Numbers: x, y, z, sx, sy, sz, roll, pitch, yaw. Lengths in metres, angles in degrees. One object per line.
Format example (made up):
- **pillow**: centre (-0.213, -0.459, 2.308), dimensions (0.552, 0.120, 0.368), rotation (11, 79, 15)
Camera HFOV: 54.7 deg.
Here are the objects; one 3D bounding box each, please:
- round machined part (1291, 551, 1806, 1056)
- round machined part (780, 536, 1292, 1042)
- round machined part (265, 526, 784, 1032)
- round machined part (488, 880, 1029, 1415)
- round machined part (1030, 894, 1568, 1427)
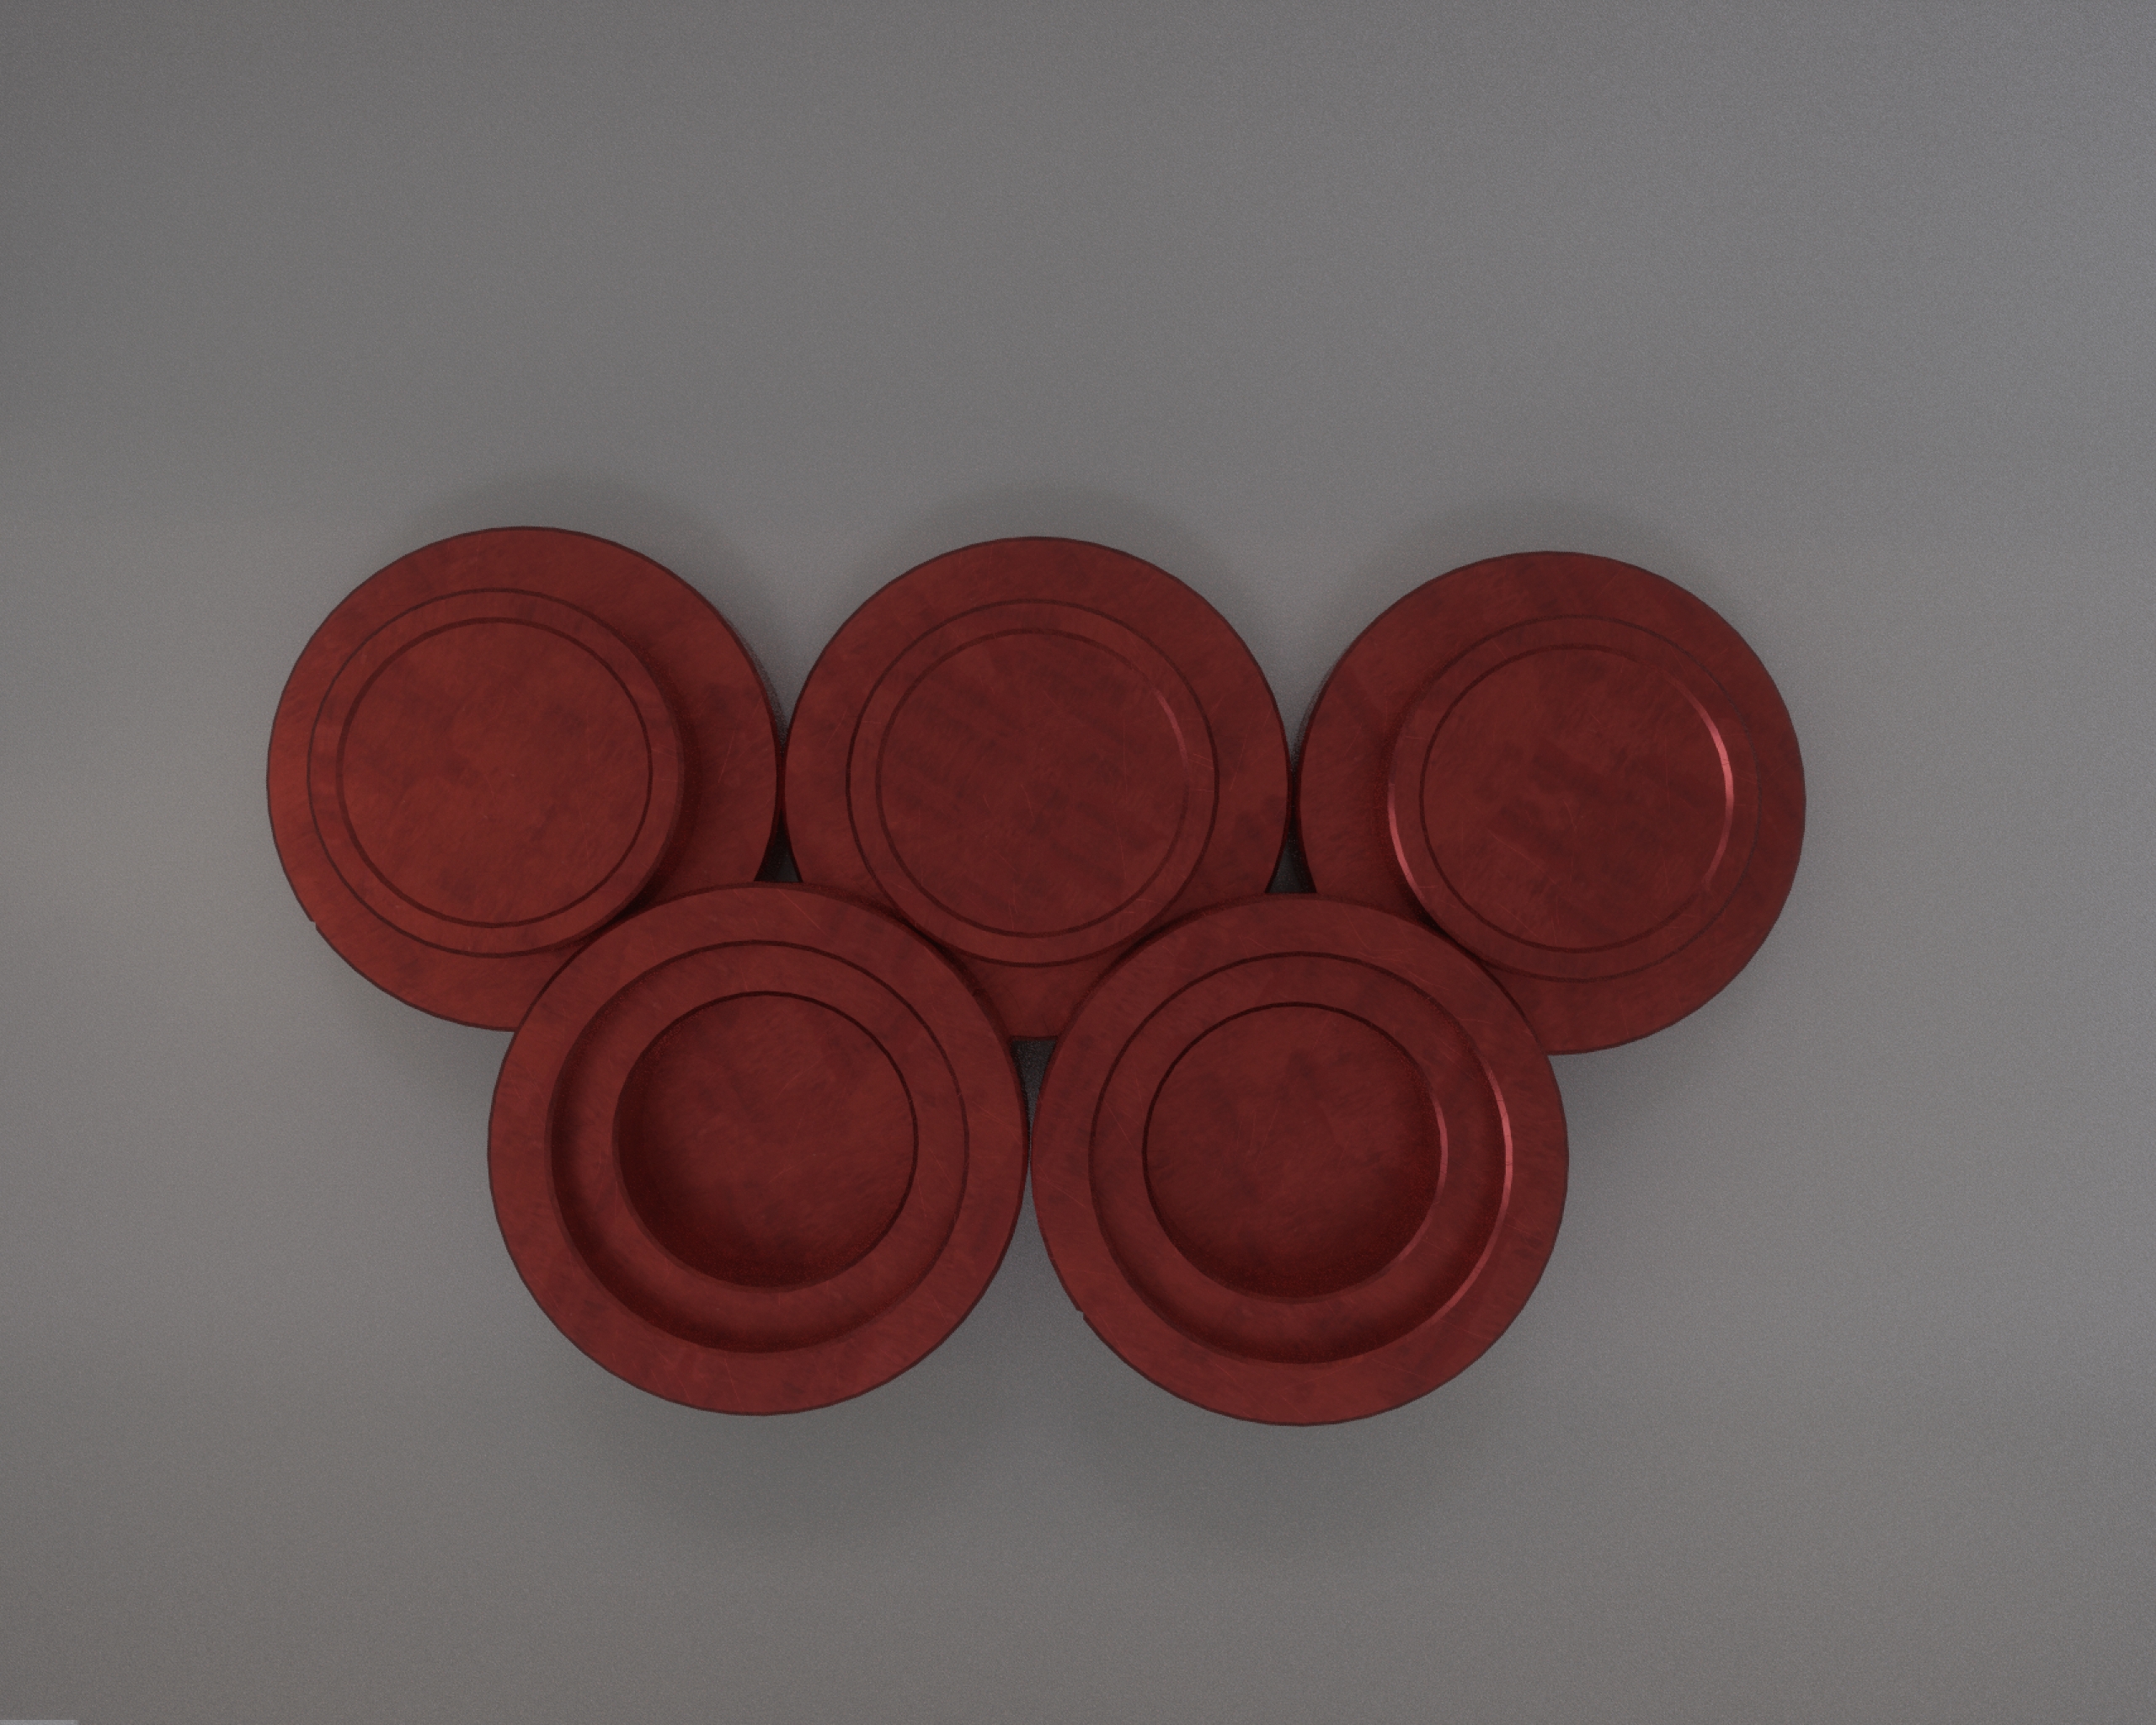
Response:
- **round machined part**: centre (0.091, -0.011, 0.401), dimensions (0.099, 0.042, 0.097), rotation (0, 89, 0)
- **round machined part**: centre (-0.008, -0.014, 0.400), dimensions (0.099, 0.042, 0.097), rotation (0, 89, 0)
- **round machined part**: centre (-0.106, -0.016, 0.399), dimensions (0.099, 0.042, 0.097), rotation (0, 89, -1)
- **round machined part**: centre (-0.058, 0.052, 0.401), dimensions (0.099, 0.042, 0.097), rotation (0, 90, 0)
- **round machined part**: centre (0.040, 0.054, 0.401), dimensions (0.099, 0.042, 0.097), rotation (0, 90, 0)
